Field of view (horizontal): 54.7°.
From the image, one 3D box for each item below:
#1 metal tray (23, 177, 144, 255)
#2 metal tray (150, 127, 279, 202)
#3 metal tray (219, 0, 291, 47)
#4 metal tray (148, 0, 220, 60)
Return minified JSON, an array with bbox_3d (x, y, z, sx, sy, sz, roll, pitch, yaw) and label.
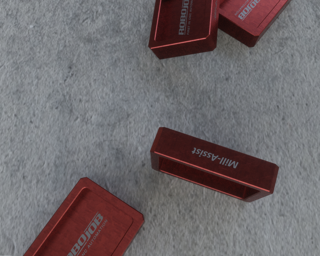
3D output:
[{"bbox_3d":[-0.089,0.134,0.355,0.090,0.030,0.130,31,73,10],"label":"metal tray"},{"bbox_3d":[0.056,0.046,0.357,0.131,0.090,0.030,18,71,6],"label":"metal tray"},{"bbox_3d":[0.143,-0.197,0.479,0.090,0.030,0.130,37,74,12],"label":"metal tray"},{"bbox_3d":[0.037,-0.168,0.447,0.090,0.030,0.130,-3,68,27],"label":"metal tray"}]
